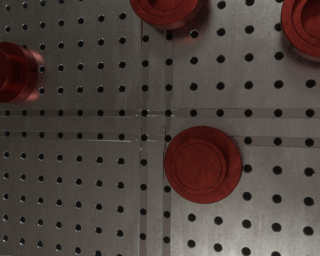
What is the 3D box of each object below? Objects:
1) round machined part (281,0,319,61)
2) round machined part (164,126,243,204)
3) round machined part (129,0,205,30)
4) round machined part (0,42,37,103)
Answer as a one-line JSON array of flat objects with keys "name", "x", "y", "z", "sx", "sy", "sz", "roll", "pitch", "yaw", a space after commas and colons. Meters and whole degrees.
[{"name": "round machined part", "x": 0.184, "y": -0.121, "z": 0.339, "sx": 0.098, "sy": 0.042, "sz": 0.097, "roll": 0, "pitch": 90, "yaw": 19}, {"name": "round machined part", "x": 0.051, "y": 0.046, "z": 0.385, "sx": 0.098, "sy": 0.042, "sz": 0.097, "roll": 0, "pitch": 90, "yaw": 19}, {"name": "round machined part", "x": 0.013, "y": -0.175, "z": 0.398, "sx": 0.098, "sy": 0.042, "sz": 0.097, "roll": 0, "pitch": 90, "yaw": 19}, {"name": "round machined part", "x": -0.248, "y": -0.088, "z": 0.489, "sx": 0.098, "sy": 0.042, "sz": 0.097, "roll": 0, "pitch": 90, "yaw": 19}]
